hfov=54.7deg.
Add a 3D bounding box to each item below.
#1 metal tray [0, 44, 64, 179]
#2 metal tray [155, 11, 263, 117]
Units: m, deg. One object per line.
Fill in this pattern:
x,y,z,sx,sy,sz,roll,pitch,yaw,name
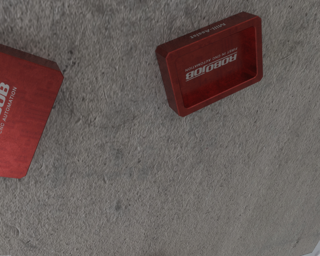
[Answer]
-0.162,-0.015,0.306,0.091,0.030,0.129,15,111,-35,metal tray
0.067,-0.080,0.390,0.131,0.030,0.090,-25,128,-13,metal tray
